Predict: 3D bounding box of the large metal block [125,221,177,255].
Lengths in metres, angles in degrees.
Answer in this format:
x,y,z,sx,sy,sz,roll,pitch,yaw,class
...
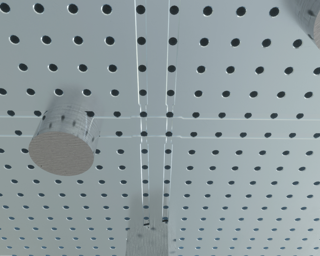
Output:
x,y,z,sx,sy,sz,roll,pitch,yaw,class
-0.015,0.227,0.568,0.080,0.080,0.050,-15,129,12,large metal block

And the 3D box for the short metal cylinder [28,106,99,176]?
x,y,z,sx,sy,sz,roll,pitch,yaw,class
-0.124,0.018,0.409,0.081,0.050,0.079,0,130,0,short metal cylinder

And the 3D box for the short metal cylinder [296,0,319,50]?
x,y,z,sx,sy,sz,roll,pitch,yaw,class
0.181,-0.114,0.299,0.081,0.050,0.079,0,130,0,short metal cylinder
